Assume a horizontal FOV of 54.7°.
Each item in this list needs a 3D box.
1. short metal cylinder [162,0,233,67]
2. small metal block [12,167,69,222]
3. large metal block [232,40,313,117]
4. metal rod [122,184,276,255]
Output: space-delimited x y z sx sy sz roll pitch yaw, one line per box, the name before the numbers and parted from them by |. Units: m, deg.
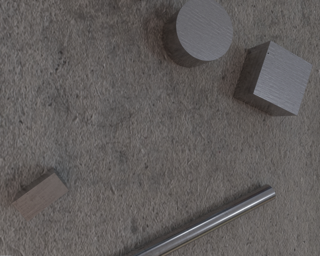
short metal cylinder | 0.049 -0.125 0.414 0.081 0.050 0.080 0 90 -20
small metal block | -0.133 0.072 0.347 0.050 0.050 0.025 -37 102 -16
large metal block | 0.166 -0.069 0.457 0.080 0.050 0.080 22 83 -19
metal rod | 0.033 0.146 0.421 0.302 0.025 0.025 -20 97 -19
